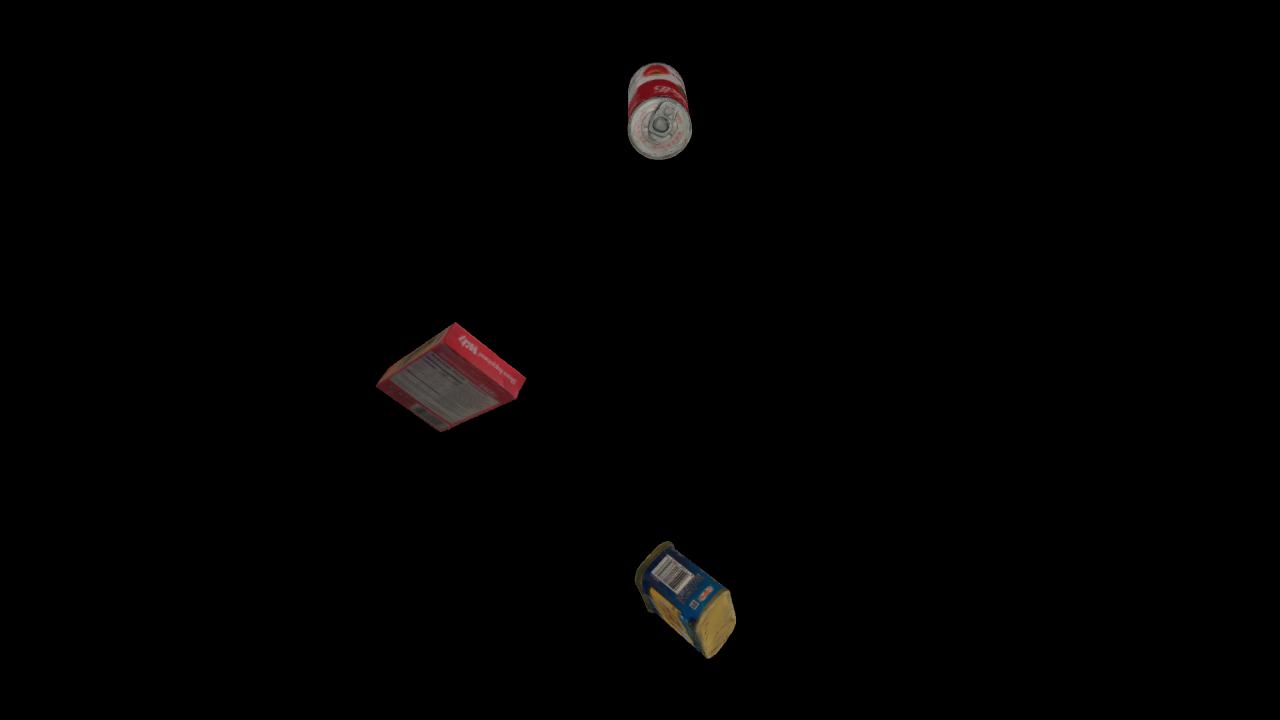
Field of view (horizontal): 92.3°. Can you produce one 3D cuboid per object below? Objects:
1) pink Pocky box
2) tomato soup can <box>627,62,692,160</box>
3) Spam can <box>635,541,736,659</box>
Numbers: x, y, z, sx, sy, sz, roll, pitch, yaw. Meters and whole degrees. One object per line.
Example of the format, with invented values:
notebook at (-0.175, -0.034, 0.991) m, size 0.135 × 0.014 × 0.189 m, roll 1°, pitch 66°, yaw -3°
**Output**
pink Pocky box at (-0.185, 0.022, 0.591) m, size 0.084 × 0.029 × 0.155 m, roll 42°, pitch -40°, yaw -24°
tomato soup can at (0.020, -0.273, 0.671) m, size 0.068 × 0.068 × 0.101 m, roll -1°, pitch 45°, yaw -1°
Spam can at (0.050, 0.253, 0.646) m, size 0.085 × 0.101 × 0.058 m, roll 29°, pitch 59°, yaw 38°
